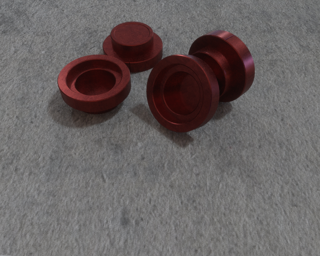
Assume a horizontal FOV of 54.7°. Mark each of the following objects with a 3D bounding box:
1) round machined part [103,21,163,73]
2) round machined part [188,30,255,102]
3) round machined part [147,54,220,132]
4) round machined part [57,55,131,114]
[{"bbox_3d":[-0.045,-0.138,0.508,0.099,0.042,0.098,0,50,0],"label":"round machined part"},{"bbox_3d":[0.074,-0.078,0.421,0.042,0.097,0.098,-34,58,-31],"label":"round machined part"},{"bbox_3d":[0.033,-0.046,0.403,0.098,0.097,0.042,36,30,26],"label":"round machined part"},{"bbox_3d":[-0.090,-0.058,0.439,0.099,0.042,0.098,0,50,0],"label":"round machined part"}]
